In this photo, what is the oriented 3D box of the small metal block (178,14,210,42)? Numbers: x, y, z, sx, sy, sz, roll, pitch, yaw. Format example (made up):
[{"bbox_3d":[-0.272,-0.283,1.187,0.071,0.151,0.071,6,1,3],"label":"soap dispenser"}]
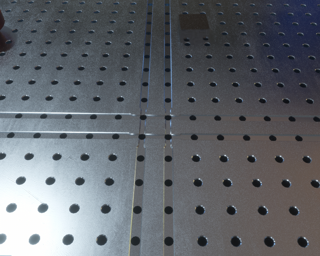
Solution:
[{"bbox_3d":[0.060,-0.182,0.561,0.050,0.025,0.050,-2,50,-2],"label":"small metal block"}]

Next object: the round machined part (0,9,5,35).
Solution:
[{"bbox_3d":[-0.323,-0.178,0.542,0.099,0.042,0.098,0,50,0],"label":"round machined part"}]
